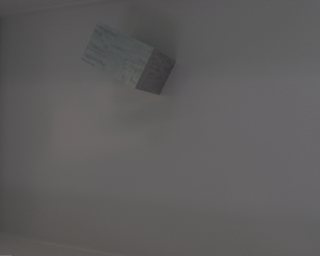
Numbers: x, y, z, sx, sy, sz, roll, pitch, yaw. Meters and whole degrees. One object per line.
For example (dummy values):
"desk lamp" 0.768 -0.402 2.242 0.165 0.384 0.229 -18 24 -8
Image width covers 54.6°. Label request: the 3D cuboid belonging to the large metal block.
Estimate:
"large metal block" -0.037 -0.085 0.395 0.080 0.080 0.050 30 100 17
